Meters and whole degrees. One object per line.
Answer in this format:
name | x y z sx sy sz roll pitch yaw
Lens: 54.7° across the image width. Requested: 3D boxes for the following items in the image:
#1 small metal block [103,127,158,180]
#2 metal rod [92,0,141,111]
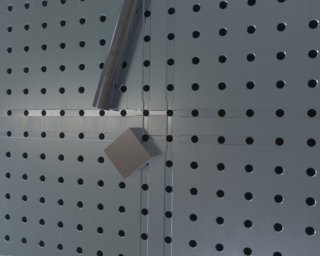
small metal block | -0.040 0.034 0.427 0.050 0.025 0.050 -41 77 15
metal rod | -0.041 -0.170 0.426 0.025 0.025 0.298 19 96 19
